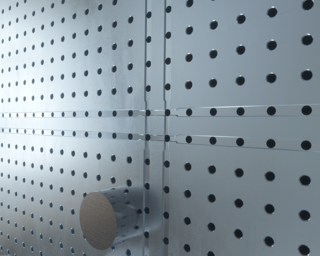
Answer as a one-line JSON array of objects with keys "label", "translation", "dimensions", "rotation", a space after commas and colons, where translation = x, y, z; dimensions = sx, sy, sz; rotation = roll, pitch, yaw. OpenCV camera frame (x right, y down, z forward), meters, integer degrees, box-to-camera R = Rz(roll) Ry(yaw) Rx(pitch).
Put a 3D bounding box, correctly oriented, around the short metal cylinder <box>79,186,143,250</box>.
[{"label": "short metal cylinder", "translation": [-0.072, 0.129, 0.450], "dimensions": [0.080, 0.050, 0.079], "rotation": [0, 90, 39]}]
